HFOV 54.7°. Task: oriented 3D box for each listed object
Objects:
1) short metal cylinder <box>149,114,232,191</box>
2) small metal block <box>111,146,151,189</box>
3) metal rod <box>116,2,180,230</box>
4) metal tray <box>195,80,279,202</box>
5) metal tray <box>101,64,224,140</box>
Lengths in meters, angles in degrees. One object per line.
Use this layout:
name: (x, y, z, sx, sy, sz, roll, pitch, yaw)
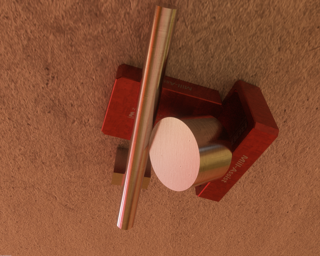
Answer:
short metal cylinder: (0.032, 0.025, 0.347, 0.050, 0.080, 0.079, -7, 140, -39)
small metal block: (-0.040, 0.056, 0.439, 0.050, 0.050, 0.025, 10, 129, -9)
metal rod: (-0.022, 0.010, 0.366, 0.025, 0.025, 0.298, 8, 121, -7)
metal tray: (0.084, 0.018, 0.382, 0.030, 0.090, 0.129, 18, 128, -15)
metal tray: (0.001, -0.019, 0.388, 0.131, 0.030, 0.089, 14, 129, -12)
